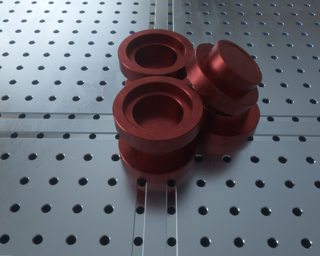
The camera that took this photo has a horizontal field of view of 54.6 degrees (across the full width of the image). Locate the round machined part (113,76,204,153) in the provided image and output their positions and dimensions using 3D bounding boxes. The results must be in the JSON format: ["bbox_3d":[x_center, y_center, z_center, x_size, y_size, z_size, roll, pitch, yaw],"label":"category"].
[{"bbox_3d":[-0.002,-0.011,0.351,0.099,0.042,0.098,0,50,0],"label":"round machined part"}]

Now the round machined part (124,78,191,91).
[{"bbox_3d":[-0.003,-0.059,0.448,0.099,0.042,0.098,0,50,0],"label":"round machined part"}]

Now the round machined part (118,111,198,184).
[{"bbox_3d":[-0.003,0.016,0.384,0.099,0.042,0.098,0,50,0],"label":"round machined part"}]

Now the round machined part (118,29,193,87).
[{"bbox_3d":[-0.005,-0.087,0.415,0.099,0.042,0.098,0,50,0],"label":"round machined part"}]

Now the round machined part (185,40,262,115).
[{"bbox_3d":[0.082,-0.066,0.371,0.099,0.042,0.098,22,45,-24],"label":"round machined part"}]

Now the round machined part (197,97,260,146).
[{"bbox_3d":[0.086,-0.026,0.420,0.099,0.042,0.098,0,50,0],"label":"round machined part"}]
